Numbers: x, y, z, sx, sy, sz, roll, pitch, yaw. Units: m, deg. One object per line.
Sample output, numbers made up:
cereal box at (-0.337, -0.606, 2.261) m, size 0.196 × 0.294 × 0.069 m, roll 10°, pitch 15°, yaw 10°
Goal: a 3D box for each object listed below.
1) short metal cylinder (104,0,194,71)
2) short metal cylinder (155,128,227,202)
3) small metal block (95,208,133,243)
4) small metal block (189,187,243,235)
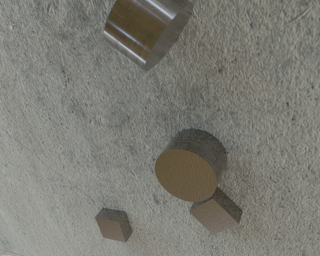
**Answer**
short metal cylinder at (-0.011, -0.105, 0.311) m, size 0.050 × 0.080 × 0.080 m, roll 38°, pitch 129°, yaw 3°
short metal cylinder at (0.040, 0.047, 0.398) m, size 0.080 × 0.050 × 0.079 m, roll 13°, pitch 124°, yaw 20°
small metal block at (-0.082, 0.174, 0.556) m, size 0.050 × 0.025 × 0.050 m, roll 1°, pitch 119°, yaw 27°
small metal block at (0.079, 0.118, 0.438) m, size 0.050 × 0.025 × 0.050 m, roll 45°, pitch 129°, yaw -4°
